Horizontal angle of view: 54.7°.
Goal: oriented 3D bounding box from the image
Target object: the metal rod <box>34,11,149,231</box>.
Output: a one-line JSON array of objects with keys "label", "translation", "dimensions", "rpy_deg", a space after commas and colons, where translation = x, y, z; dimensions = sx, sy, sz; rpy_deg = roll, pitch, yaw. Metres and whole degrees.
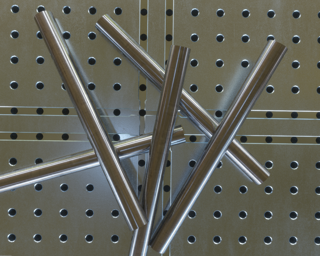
[{"label": "metal rod", "translation": [-0.090, -0.015, 0.393], "dimensions": [0.025, 0.025, 0.299], "rpy_deg": [-26, 83, 0]}]

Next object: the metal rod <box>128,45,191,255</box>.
[{"label": "metal rod", "translation": [-0.005, 0.048, 0.392], "dimensions": [0.025, 0.025, 0.298], "rpy_deg": [12, 98, -1]}]

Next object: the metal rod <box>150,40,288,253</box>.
[{"label": "metal rod", "translation": [0.069, 0.030, 0.391], "dimensions": [0.025, 0.025, 0.299], "rpy_deg": [29, 99, -1]}]

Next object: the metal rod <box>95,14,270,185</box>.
[{"label": "metal rod", "translation": [0.030, -0.037, 0.413], "dimensions": [0.300, 0.025, 0.025], "rpy_deg": [44, 90, -1]}]

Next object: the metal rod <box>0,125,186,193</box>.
[{"label": "metal rod", "translation": [-0.115, 0.047, 0.411], "dimensions": [0.302, 0.025, 0.025], "rpy_deg": [-15, 90, -1]}]
